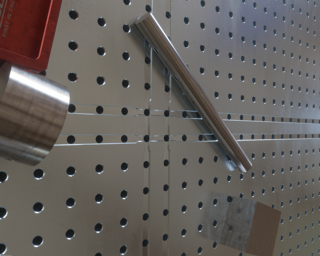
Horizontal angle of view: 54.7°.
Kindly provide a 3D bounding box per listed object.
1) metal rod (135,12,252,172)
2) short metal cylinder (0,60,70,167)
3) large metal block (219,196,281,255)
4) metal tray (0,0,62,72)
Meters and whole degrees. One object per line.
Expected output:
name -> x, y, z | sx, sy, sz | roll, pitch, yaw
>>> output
metal rod -> 0.062, -0.036, 0.460 | 0.300, 0.025, 0.025 | 51, 60, -28
short metal cylinder -> -0.123, -0.012, 0.270 | 0.050, 0.080, 0.080 | 26, 74, -37
large metal block -> 0.154, 0.167, 0.522 | 0.080, 0.050, 0.080 | 28, 73, -37
metal tray -> -0.141, -0.124, 0.286 | 0.091, 0.030, 0.129 | 16, 80, -39
